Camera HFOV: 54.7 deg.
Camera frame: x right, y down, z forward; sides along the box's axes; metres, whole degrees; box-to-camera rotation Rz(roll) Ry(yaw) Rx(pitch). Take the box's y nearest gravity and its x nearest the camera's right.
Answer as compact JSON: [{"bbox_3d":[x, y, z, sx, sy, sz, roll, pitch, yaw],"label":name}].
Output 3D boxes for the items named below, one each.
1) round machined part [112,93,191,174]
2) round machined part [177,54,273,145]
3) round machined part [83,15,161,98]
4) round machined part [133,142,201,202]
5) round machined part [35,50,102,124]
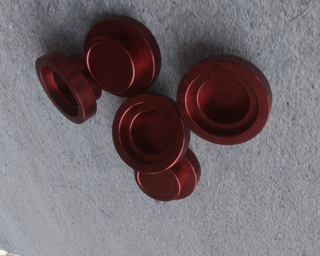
[{"bbox_3d":[-0.008,0.005,0.389,0.098,0.042,0.097,3,96,25],"label":"round machined part"},{"bbox_3d":[0.071,-0.033,0.338,0.098,0.042,0.097,13,124,20],"label":"round machined part"},{"bbox_3d":[-0.051,-0.081,0.372,0.098,0.042,0.097,13,124,20],"label":"round machined part"},{"bbox_3d":[0.004,0.063,0.432,0.098,0.042,0.097,13,124,20],"label":"round machined part"},{"bbox_3d":[-0.115,-0.057,0.407,0.098,0.042,0.097,33,146,27],"label":"round machined part"}]
